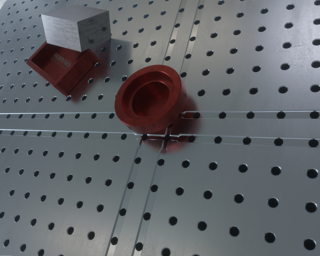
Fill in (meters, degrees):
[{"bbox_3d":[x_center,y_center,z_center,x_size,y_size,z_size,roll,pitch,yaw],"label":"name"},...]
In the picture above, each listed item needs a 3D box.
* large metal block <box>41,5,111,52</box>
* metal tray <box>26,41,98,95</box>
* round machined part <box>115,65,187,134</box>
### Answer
[{"bbox_3d":[-0.145,-0.179,0.548,0.080,0.050,0.080,19,39,24],"label":"large metal block"},{"bbox_3d":[-0.185,-0.125,0.579,0.130,0.030,0.090,34,81,38],"label":"metal tray"},{"bbox_3d":[-0.009,-0.035,0.424,0.098,0.042,0.098,-13,56,21],"label":"round machined part"}]
